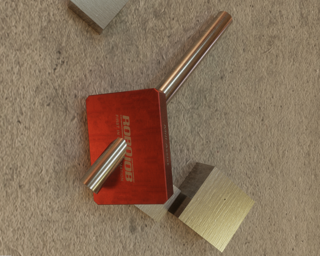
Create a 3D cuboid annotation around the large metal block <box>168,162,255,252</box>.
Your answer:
[{"bbox_3d":[0.067,0.105,0.422,0.080,0.050,0.080,42,77,-16],"label":"large metal block"}]

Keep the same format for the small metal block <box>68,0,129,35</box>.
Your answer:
[{"bbox_3d":[-0.076,-0.153,0.381,0.050,0.025,0.050,40,77,-16],"label":"small metal block"}]

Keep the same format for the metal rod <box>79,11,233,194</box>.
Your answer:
[{"bbox_3d":[0.007,-0.046,0.393,0.025,0.025,0.301,43,69,-15],"label":"metal rod"}]

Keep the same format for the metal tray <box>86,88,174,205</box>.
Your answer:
[{"bbox_3d":[-0.036,0.023,0.367,0.090,0.030,0.129,-5,90,16],"label":"metal tray"}]

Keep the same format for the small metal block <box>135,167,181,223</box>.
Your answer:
[{"bbox_3d":[-0.009,0.087,0.407,0.050,0.025,0.050,41,77,-16],"label":"small metal block"}]
